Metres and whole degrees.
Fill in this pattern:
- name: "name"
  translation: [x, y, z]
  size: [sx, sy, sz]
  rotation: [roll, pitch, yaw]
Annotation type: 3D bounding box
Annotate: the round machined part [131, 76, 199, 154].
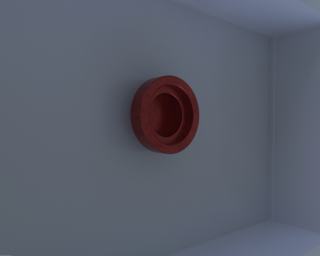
- name: "round machined part"
  translation: [0.002, -0.016, 0.399]
  size: [0.099, 0.042, 0.097]
  rotation: [0, 90, -40]
